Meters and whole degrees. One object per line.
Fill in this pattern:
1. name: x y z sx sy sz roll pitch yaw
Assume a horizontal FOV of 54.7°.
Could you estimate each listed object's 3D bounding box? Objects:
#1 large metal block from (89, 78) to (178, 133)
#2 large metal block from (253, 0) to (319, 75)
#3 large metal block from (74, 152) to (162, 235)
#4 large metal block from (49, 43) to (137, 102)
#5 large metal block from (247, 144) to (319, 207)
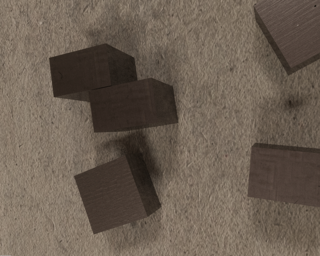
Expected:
1. large metal block: -0.030 -0.025 0.389 0.080 0.080 0.050 -9 87 19
2. large metal block: 0.160 -0.116 0.339 0.080 0.050 0.080 -29 81 17
3. large metal block: -0.056 0.085 0.414 0.080 0.050 0.080 -23 83 18
4. large metal block: -0.083 -0.068 0.408 0.080 0.080 0.050 -8 87 19
5. large metal block: 0.140 0.046 0.330 0.080 0.080 0.050 5 92 19
